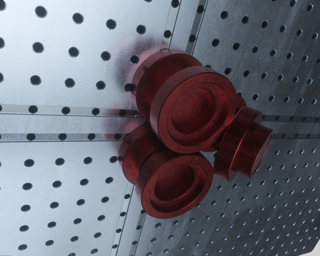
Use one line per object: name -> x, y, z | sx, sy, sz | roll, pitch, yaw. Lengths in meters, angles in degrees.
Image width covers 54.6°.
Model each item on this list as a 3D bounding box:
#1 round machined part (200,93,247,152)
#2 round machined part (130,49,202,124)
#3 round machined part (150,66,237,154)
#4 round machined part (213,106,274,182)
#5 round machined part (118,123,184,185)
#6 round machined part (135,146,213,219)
round machined part -> 0.086, -0.006, 0.443 | 0.099, 0.042, 0.097 | -14, 124, -21
round machined part -> 0.017, -0.044, 0.383 | 0.099, 0.042, 0.097 | -14, 124, -21
round machined part -> 0.033, -0.023, 0.348 | 0.099, 0.042, 0.097 | -14, 124, -21
round machined part -> 0.109, 0.025, 0.392 | 0.098, 0.042, 0.097 | -45, 150, -36
round machined part -> -0.004, 0.043, 0.424 | 0.099, 0.042, 0.097 | -14, 124, -21
round machined part -> 0.014, 0.063, 0.391 | 0.099, 0.042, 0.097 | -14, 124, -21
